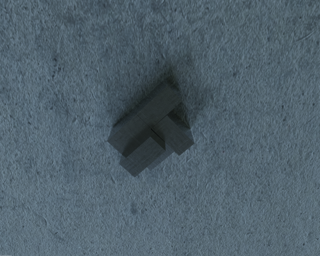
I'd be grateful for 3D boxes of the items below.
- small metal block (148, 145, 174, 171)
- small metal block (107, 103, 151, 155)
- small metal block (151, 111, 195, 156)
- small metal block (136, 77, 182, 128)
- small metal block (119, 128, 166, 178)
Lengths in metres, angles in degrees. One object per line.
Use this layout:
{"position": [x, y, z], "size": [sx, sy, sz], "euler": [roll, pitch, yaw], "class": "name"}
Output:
{"position": [-0.011, 0.021, 0.419], "size": [0.050, 0.025, 0.050], "euler": [-41, 106, 13], "class": "small metal block"}
{"position": [-0.038, 0.000, 0.397], "size": [0.050, 0.050, 0.025], "euler": [-42, 105, 13], "class": "small metal block"}
{"position": [0.016, 0.001, 0.398], "size": [0.025, 0.050, 0.050], "euler": [-41, 105, 13], "class": "small metal block"}
{"position": [-0.001, -0.033, 0.385], "size": [0.050, 0.050, 0.025], "euler": [-42, 105, 13], "class": "small metal block"}
{"position": [-0.020, 0.025, 0.380], "size": [0.050, 0.050, 0.025], "euler": [-42, 105, 13], "class": "small metal block"}
